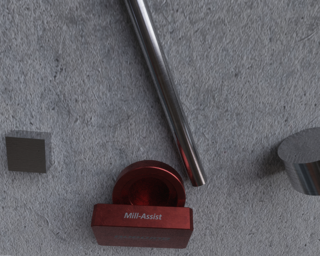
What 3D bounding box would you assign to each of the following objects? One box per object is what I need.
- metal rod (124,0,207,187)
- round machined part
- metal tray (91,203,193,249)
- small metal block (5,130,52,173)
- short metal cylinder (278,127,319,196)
[{"bbox_3d":[0.005,-0.056,0.389,0.025,0.025,0.298,-18,109,6],"label":"metal rod"},{"bbox_3d":[-0.015,0.088,0.433,0.099,0.042,0.097,0,110,0],"label":"round machined part"},{"bbox_3d":[-0.024,0.140,0.434,0.131,0.030,0.090,3,144,-2],"label":"metal tray"},{"bbox_3d":[-0.176,0.032,0.420,0.050,0.025,0.050,4,110,-2],"label":"small metal block"},{"bbox_3d":[0.200,0.041,0.398,0.080,0.080,0.050,-26,108,9],"label":"short metal cylinder"}]
